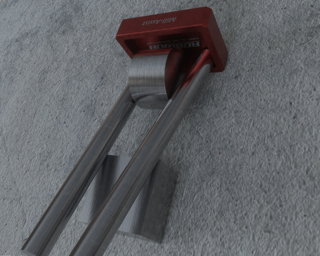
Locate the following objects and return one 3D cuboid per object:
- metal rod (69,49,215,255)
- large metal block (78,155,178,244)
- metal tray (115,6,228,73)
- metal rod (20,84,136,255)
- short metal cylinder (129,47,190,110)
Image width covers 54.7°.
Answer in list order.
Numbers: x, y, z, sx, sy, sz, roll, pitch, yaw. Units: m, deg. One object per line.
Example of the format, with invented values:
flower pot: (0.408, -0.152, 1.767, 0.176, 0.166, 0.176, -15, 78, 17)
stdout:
metal rod: (-0.002, 0.011, 0.339, 0.025, 0.025, 0.301, 9, 51, 32)
large metal block: (-0.034, 0.079, 0.355, 0.080, 0.050, 0.080, 2, 63, 28)
metal tray: (0.017, -0.112, 0.422, 0.130, 0.090, 0.030, 2, 63, 29)
metal rod: (-0.064, 0.009, 0.373, 0.025, 0.025, 0.301, 2, 47, 29)
short metal cylinder: (0.002, -0.064, 0.408, 0.050, 0.080, 0.080, 2, 63, 28)
